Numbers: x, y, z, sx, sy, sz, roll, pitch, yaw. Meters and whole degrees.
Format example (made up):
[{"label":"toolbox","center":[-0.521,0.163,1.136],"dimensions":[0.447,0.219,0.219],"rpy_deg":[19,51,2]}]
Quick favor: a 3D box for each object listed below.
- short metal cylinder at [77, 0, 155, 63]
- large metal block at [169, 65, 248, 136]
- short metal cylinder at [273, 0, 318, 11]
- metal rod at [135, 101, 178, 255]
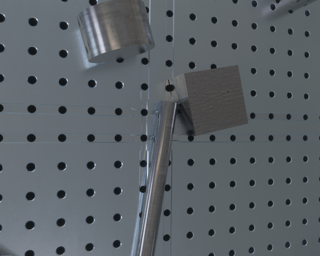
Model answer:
[{"label":"short metal cylinder","center":[-0.051,-0.112,0.364],"dimensions":[0.081,0.080,0.050],"rpy_deg":[-16,96,-19]},{"label":"large metal block","center":[0.066,-0.037,0.423],"dimensions":[0.081,0.050,0.080],"rpy_deg":[-12,94,-20]},{"label":"short metal cylinder","center":[0.217,-0.229,0.479],"dimensions":[0.081,0.050,0.079],"rpy_deg":[0,90,-20]},{"label":"metal rod","center":[-0.011,0.113,0.408],"dimensions":[0.025,0.025,0.298],"rpy_deg":[10,87,-20]}]
